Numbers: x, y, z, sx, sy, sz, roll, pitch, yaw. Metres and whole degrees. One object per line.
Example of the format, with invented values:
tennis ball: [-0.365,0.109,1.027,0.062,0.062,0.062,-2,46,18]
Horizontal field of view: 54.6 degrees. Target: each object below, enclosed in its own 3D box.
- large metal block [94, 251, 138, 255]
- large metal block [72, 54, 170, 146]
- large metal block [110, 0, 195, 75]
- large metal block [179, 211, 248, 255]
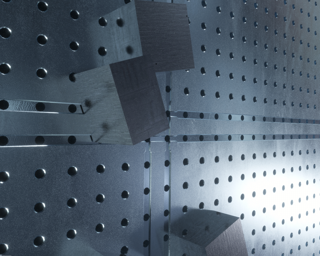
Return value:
large metal block: [-0.027,0.181,0.350,0.080,0.080,0.050,26,74,-37]
large metal block: [-0.043,-0.029,0.336,0.050,0.080,0.080,-25,106,-37]
large metal block: [-0.008,-0.108,0.385,0.081,0.050,0.080,-14,99,-39]
large metal block: [0.083,0.183,0.461,0.081,0.050,0.080,-24,105,-37]
